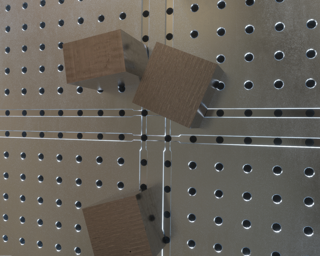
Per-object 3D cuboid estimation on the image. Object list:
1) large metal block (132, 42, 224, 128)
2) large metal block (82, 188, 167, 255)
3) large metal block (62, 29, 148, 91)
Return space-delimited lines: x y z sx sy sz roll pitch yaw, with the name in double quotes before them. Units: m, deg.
"large metal block" 0.024 -0.052 0.390 0.080 0.050 0.080 25 98 18
"large metal block" -0.047 0.133 0.415 0.080 0.050 0.080 -18 84 18
"large metal block" -0.066 -0.084 0.406 0.080 0.080 0.050 -8 88 19
